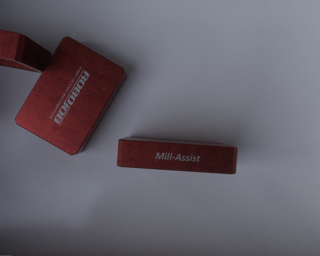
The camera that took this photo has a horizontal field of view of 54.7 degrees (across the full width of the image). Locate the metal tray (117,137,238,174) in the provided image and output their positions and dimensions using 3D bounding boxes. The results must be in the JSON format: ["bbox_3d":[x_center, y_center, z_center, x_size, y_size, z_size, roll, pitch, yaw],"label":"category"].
[{"bbox_3d":[0.019,0.031,0.379,0.131,0.090,0.030,4,90,-1],"label":"metal tray"}]

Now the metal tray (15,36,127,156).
[{"bbox_3d":[-0.115,-0.041,0.407,0.090,0.030,0.130,30,90,-1],"label":"metal tray"}]

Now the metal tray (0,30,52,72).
[{"bbox_3d":[-0.213,-0.099,0.376,0.131,0.090,0.030,11,90,-1],"label":"metal tray"}]
